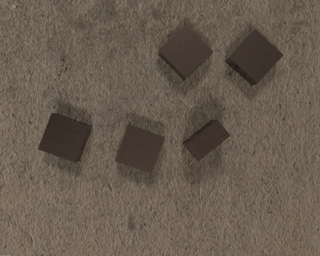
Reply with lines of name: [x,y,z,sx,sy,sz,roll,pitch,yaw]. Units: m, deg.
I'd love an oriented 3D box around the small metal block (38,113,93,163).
small metal block: [-0.124,0.012,0.408,0.050,0.025,0.050,21,90,-1]

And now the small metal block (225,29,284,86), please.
small metal block: [0.124,-0.093,0.412,0.050,0.025,0.050,42,90,-1]

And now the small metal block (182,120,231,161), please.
small metal block: [0.058,0.015,0.398,0.050,0.050,0.025,-39,90,0]

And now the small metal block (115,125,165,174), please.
small metal block: [-0.026,0.027,0.410,0.050,0.025,0.050,20,90,-1]

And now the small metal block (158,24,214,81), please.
small metal block: [0.034,-0.099,0.410,0.050,0.025,0.050,-44,91,0]
